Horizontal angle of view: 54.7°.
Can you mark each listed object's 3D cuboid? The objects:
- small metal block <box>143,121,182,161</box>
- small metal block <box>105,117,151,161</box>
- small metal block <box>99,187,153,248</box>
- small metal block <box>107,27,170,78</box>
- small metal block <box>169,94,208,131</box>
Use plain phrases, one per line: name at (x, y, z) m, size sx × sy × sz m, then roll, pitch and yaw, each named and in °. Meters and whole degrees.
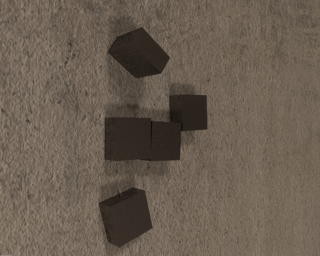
small metal block at (0.001, 0.017, 0.407) m, size 0.050 × 0.025 × 0.050 m, roll 3°, pitch 88°, yaw -40°
small metal block at (-0.038, 0.013, 0.374) m, size 0.050 × 0.025 × 0.050 m, roll 0°, pitch 90°, yaw -40°
small metal block at (-0.040, 0.106, 0.373) m, size 0.050 × 0.025 × 0.050 m, roll -18°, pitch 102°, yaw -39°
small metal block at (-0.025, -0.087, 0.369) m, size 0.050 × 0.050 × 0.025 m, roll 41°, pitch 65°, yaw -33°
small metal block at (0.041, -0.022, 0.441) m, size 0.050 × 0.025 × 0.050 m, roll -3°, pitch 92°, yaw -40°
